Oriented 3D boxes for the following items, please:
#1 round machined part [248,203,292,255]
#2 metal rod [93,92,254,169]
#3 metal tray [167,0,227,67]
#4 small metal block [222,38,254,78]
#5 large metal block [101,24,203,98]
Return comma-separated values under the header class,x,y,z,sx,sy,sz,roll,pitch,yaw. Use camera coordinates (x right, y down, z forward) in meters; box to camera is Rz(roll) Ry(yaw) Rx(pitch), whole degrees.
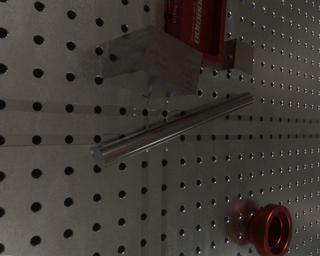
class,x,y,z,sx,sy,sz,roll,pitch,yaw
round machined part,0.200,0.188,0.570,0.099,0.042,0.097,0,90,-41
metal rod,0.041,-0.008,0.446,0.302,0.025,0.025,-21,104,-38
metal tray,0.056,-0.163,0.454,0.091,0.030,0.129,7,85,-40
small metal block,0.132,-0.117,0.523,0.050,0.025,0.050,10,84,-40
large metal block,-0.010,-0.073,0.367,0.081,0.080,0.050,17,79,-39
